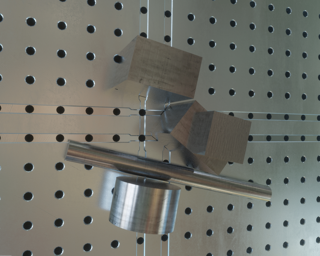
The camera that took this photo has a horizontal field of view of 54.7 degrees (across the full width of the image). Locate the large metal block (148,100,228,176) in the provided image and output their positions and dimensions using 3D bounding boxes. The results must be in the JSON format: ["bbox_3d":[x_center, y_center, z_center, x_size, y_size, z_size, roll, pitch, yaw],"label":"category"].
[{"bbox_3d":[0.041,0.012,0.400,0.080,0.080,0.050,41,77,-16],"label":"large metal block"}]

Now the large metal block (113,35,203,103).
[{"bbox_3d":[-0.006,-0.067,0.382,0.081,0.080,0.050,14,86,-20],"label":"large metal block"}]

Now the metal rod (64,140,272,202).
[{"bbox_3d":[0.026,0.064,0.423,0.302,0.025,0.025,15,85,-20],"label":"metal rod"}]

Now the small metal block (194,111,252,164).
[{"bbox_3d":[0.072,0.011,0.356,0.050,0.025,0.050,14,85,-20],"label":"small metal block"}]

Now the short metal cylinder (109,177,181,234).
[{"bbox_3d":[-0.018,0.092,0.378,0.081,0.080,0.050,11,87,-20],"label":"short metal cylinder"}]
